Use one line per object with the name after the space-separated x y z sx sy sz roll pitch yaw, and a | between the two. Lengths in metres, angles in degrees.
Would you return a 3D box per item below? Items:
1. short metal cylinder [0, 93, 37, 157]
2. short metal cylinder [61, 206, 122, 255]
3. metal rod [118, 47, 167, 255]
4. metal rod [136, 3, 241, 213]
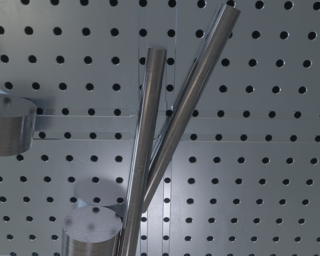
-0.197 -0.006 0.380 0.081 0.080 0.050 14 110 -5 | short metal cylinder
-0.097 0.155 0.440 0.081 0.080 0.050 8 110 -3 | short metal cylinder
-0.026 0.046 0.412 0.025 0.025 0.298 8 103 -3 | metal rod
0.026 -0.012 0.409 0.025 0.025 0.298 21 109 -8 | metal rod
